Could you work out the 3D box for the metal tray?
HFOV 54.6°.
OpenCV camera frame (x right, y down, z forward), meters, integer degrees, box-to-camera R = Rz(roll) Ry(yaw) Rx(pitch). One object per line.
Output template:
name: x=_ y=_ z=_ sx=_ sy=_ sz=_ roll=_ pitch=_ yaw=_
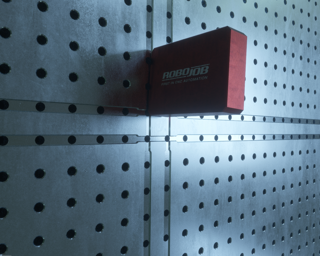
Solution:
metal tray: x=0.039 y=-0.060 z=0.372 sx=0.030 sy=0.130 sz=0.090 roll=6 pitch=87 yaw=-40
